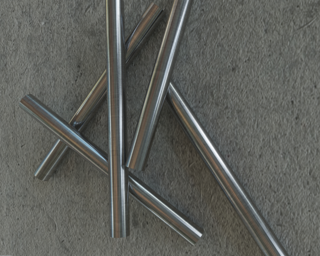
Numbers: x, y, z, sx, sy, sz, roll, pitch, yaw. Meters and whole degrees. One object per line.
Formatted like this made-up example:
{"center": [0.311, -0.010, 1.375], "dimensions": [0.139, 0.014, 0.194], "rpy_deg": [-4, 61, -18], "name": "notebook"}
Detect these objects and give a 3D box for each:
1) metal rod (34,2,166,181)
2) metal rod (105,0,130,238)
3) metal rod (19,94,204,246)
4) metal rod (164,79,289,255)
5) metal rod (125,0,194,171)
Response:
{"center": [-0.091, -0.043, 0.441], "dimensions": [0.025, 0.025, 0.299], "rpy_deg": [41, 103, 15], "name": "metal rod"}
{"center": [-0.054, -0.017, 0.393], "dimensions": [0.025, 0.025, 0.298], "rpy_deg": [-4, 84, 20], "name": "metal rod"}
{"center": [-0.071, 0.051, 0.415], "dimensions": [0.300, 0.025, 0.025], "rpy_deg": [37, 102, 9], "name": "metal rod"}
{"center": [0.083, 0.066, 0.379], "dimensions": [0.025, 0.025, 0.299], "rpy_deg": [-35, 79, 16], "name": "metal rod"}
{"center": [0.010, -0.095, 0.383], "dimensions": [0.025, 0.025, 0.299], "rpy_deg": [15, 87, 19], "name": "metal rod"}
